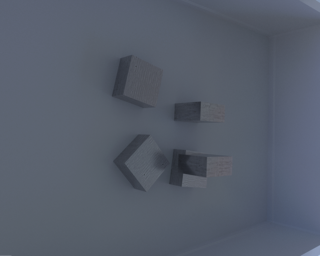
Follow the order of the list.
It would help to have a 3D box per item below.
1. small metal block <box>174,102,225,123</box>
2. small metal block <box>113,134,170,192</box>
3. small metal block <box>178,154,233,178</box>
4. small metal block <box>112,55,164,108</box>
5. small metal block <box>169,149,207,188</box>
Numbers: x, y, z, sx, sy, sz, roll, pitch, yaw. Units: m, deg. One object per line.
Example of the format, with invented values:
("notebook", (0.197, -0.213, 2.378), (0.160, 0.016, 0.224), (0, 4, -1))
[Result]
("small metal block", (0.056, -0.021, 0.440), (0.050, 0.050, 0.025), (4, 88, -40))
("small metal block", (-0.022, 0.043, 0.390), (0.050, 0.025, 0.050), (-48, 119, -29))
("small metal block", (0.060, 0.048, 0.410), (0.050, 0.050, 0.025), (3, 88, -40))
("small metal block", (-0.027, -0.056, 0.386), (0.050, 0.025, 0.050), (18, 78, -39))
("small metal block", (0.043, 0.058, 0.445), (0.050, 0.025, 0.050), (12, 82, -40))
